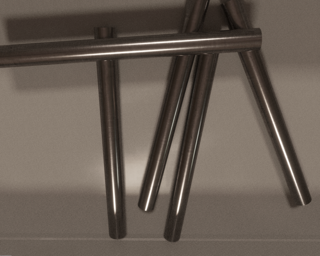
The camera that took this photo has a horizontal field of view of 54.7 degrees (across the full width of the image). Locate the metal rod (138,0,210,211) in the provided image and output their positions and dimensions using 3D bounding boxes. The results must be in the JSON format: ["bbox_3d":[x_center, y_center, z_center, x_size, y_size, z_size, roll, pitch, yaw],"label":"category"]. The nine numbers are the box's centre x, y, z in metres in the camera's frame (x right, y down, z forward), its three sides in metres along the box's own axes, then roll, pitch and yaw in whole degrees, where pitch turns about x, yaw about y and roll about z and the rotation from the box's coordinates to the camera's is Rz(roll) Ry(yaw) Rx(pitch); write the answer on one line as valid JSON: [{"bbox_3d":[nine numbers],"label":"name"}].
[{"bbox_3d":[0.014,-0.023,0.403,0.025,0.025,0.298,12,110,-5],"label":"metal rod"}]

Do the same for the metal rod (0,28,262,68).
[{"bbox_3d":[-0.040,-0.090,0.349,0.302,0.025,0.025,-4,110,1],"label":"metal rod"}]

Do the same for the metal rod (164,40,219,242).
[{"bbox_3d":[0.040,0.027,0.421,0.025,0.025,0.298,8,110,-3],"label":"metal rod"}]

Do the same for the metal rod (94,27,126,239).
[{"bbox_3d":[-0.065,0.020,0.417,0.025,0.025,0.298,0,110,0],"label":"metal rod"}]

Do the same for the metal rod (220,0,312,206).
[{"bbox_3d":[0.145,-0.021,0.405,0.025,0.025,0.299,-24,109,8],"label":"metal rod"}]
